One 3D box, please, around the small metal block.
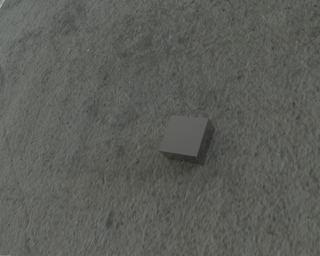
[{"bbox_3d":[0.033,0.014,0.379,0.050,0.025,0.050,7,65,31],"label":"small metal block"}]
